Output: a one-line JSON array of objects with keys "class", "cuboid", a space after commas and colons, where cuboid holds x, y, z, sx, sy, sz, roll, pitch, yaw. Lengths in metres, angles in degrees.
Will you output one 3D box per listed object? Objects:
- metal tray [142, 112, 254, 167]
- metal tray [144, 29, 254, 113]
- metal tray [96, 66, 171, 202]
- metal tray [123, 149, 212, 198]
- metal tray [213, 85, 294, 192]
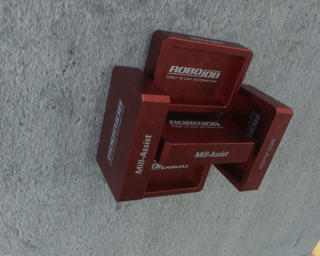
[{"class": "metal tray", "cuboid": [0.042, 0.009, 0.396, 0.131, 0.090, 0.030, 1, 119, -29]}, {"class": "metal tray", "cuboid": [0.045, -0.066, 0.389, 0.131, 0.030, 0.089, 0, 121, -29]}, {"class": "metal tray", "cuboid": [-0.036, 0.006, 0.350, 0.030, 0.090, 0.129, 1, 119, -29]}, {"class": "metal tray", "cuboid": [0.013, 0.053, 0.447, 0.131, 0.030, 0.089, 0, 117, -29]}, {"class": "metal tray", "cuboid": [0.122, 0.013, 0.441, 0.030, 0.090, 0.129, 1, 118, -29]}]
